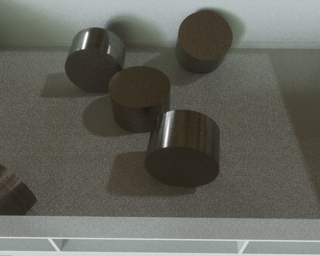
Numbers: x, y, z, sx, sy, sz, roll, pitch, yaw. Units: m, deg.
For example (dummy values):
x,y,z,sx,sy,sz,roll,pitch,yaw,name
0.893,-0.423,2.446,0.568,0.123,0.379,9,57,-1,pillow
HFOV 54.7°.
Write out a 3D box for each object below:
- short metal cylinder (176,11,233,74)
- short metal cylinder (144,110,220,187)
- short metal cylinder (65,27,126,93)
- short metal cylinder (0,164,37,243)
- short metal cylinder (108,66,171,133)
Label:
x,y,z,sx,sy,sz,roll,pitch,yaw,name
0.066,-0.131,0.479,0.081,0.050,0.080,1,77,-3,short metal cylinder
0.026,0.025,0.349,0.080,0.080,0.050,6,50,5,short metal cylinder
-0.092,-0.097,0.450,0.080,0.080,0.050,0,50,0,short metal cylinder
-0.174,0.070,0.310,0.080,0.080,0.050,23,54,18,short metal cylinder
-0.027,-0.039,0.422,0.080,0.050,0.080,0,50,0,short metal cylinder
